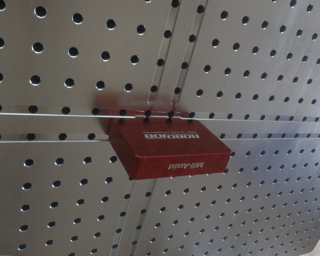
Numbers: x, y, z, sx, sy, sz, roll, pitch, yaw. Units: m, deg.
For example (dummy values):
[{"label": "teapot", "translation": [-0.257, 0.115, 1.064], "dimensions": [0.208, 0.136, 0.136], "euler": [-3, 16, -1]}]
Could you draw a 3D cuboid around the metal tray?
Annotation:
[{"label": "metal tray", "translation": [0.012, 0.022, 0.388], "dimensions": [0.131, 0.090, 0.030], "euler": [0, 119, -28]}]
